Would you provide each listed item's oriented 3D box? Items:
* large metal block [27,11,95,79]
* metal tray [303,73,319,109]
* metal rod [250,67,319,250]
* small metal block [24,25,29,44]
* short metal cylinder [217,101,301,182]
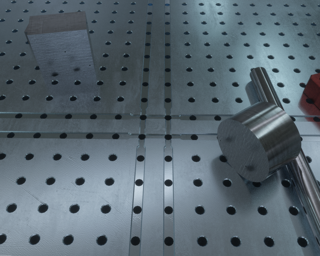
[{"bbox_3d":[-0.148,-0.126,0.476,0.081,0.080,0.050,-8,51,-7],"label":"large metal block"},{"bbox_3d":[0.293,-0.051,0.450,0.131,0.030,0.090,-14,52,-12],"label":"metal tray"},{"bbox_3d":[0.163,0.029,0.384,0.025,0.025,0.300,-3,50,-3],"label":"metal rod"},{"bbox_3d":[-0.205,-0.174,0.551,0.050,0.025,0.050,1,50,0],"label":"small metal block"},{"bbox_3d":[0.113,0.016,0.360,0.050,0.080,0.080,-27,56,-21],"label":"short metal cylinder"}]
